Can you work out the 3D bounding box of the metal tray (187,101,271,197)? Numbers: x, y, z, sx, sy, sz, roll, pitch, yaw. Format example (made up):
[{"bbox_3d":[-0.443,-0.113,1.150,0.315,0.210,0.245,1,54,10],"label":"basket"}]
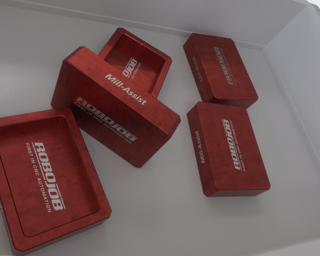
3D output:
[{"bbox_3d":[0.094,0.029,0.435,0.091,0.030,0.130,5,59,-26],"label":"metal tray"}]

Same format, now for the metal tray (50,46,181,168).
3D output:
[{"bbox_3d":[-0.053,-0.018,0.345,0.130,0.090,0.030,36,51,-4],"label":"metal tray"}]

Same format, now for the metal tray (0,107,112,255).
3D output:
[{"bbox_3d":[-0.115,0.047,0.311,0.091,0.030,0.130,-14,69,-34],"label":"metal tray"}]

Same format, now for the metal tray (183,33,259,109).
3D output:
[{"bbox_3d":[0.099,-0.094,0.513,0.091,0.030,0.130,-1,62,-29],"label":"metal tray"}]

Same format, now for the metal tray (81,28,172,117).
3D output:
[{"bbox_3d":[-0.042,-0.071,0.415,0.090,0.030,0.130,29,47,-10],"label":"metal tray"}]
